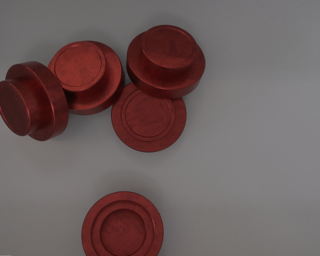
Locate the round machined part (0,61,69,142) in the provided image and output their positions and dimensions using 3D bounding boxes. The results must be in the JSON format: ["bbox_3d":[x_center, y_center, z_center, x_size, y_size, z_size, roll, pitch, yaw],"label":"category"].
[{"bbox_3d":[-0.160,-0.028,0.375,0.098,0.042,0.097,17,120,32],"label":"round machined part"}]

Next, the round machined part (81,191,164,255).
[{"bbox_3d":[-0.046,0.132,0.392,0.099,0.042,0.098,2,69,-6],"label":"round machined part"}]

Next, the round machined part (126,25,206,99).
[{"bbox_3d":[0.009,-0.088,0.382,0.099,0.042,0.098,4,61,-8],"label":"round machined part"}]

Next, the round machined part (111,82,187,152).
[{"bbox_3d":[-0.015,-0.017,0.403,0.099,0.042,0.097,0,90,0],"label":"round machined part"}]

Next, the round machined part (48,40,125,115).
[{"bbox_3d":[-0.096,-0.068,0.388,0.099,0.042,0.098,-1,72,3],"label":"round machined part"}]
